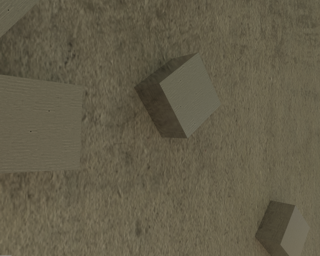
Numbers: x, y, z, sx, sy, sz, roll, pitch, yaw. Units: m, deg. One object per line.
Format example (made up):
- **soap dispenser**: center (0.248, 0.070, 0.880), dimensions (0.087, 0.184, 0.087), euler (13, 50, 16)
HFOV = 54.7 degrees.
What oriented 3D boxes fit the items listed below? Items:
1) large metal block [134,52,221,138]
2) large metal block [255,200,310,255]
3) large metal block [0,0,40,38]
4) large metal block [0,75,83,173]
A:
- **large metal block**: center (0.026, -0.042, 0.412), dimensions (0.080, 0.050, 0.080), euler (-43, 116, -32)
- **large metal block**: center (0.235, 0.198, 0.590), dimensions (0.080, 0.050, 0.080), euler (50, 60, -29)
- **large metal block**: center (-0.154, -0.121, 0.260), dimensions (0.080, 0.050, 0.080), euler (46, 62, -30)
- **large metal block**: center (-0.122, -0.002, 0.287), dimensions (0.081, 0.050, 0.079), euler (3, 88, -40)
